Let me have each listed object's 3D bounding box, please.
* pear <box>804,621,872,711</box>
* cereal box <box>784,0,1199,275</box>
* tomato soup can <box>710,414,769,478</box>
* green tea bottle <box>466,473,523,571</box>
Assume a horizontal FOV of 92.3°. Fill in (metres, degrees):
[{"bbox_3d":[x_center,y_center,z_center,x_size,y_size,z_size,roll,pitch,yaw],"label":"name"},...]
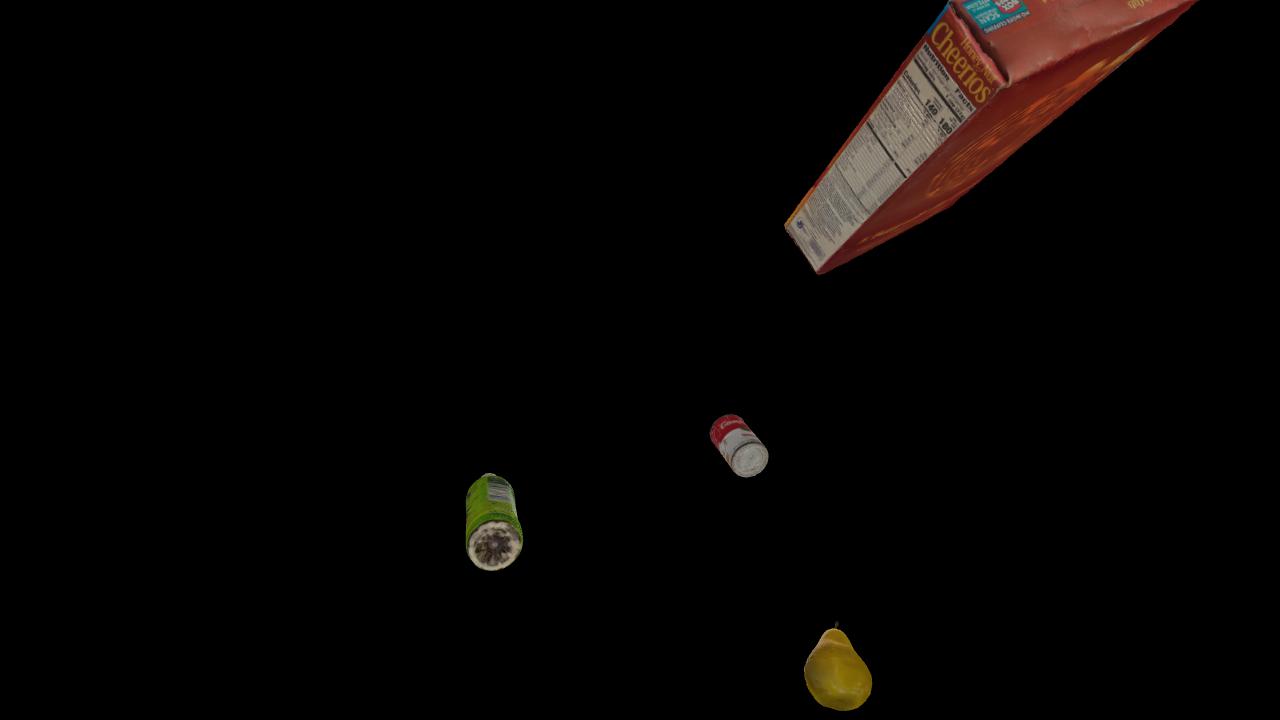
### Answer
[{"bbox_3d":[0.243,0.371,0.769,0.080,0.080,0.111,0,38,6],"label":"pear"},{"bbox_3d":[0.278,-0.204,0.549,0.203,0.081,0.306,-28,-11,-14],"label":"cereal box"},{"bbox_3d":[0.166,0.144,1.041,0.068,0.068,0.101,0,23,-15],"label":"tomato soup can"},{"bbox_3d":[-0.201,0.205,0.839,0.073,0.073,0.212,0,11,-14],"label":"green tea bottle"}]
